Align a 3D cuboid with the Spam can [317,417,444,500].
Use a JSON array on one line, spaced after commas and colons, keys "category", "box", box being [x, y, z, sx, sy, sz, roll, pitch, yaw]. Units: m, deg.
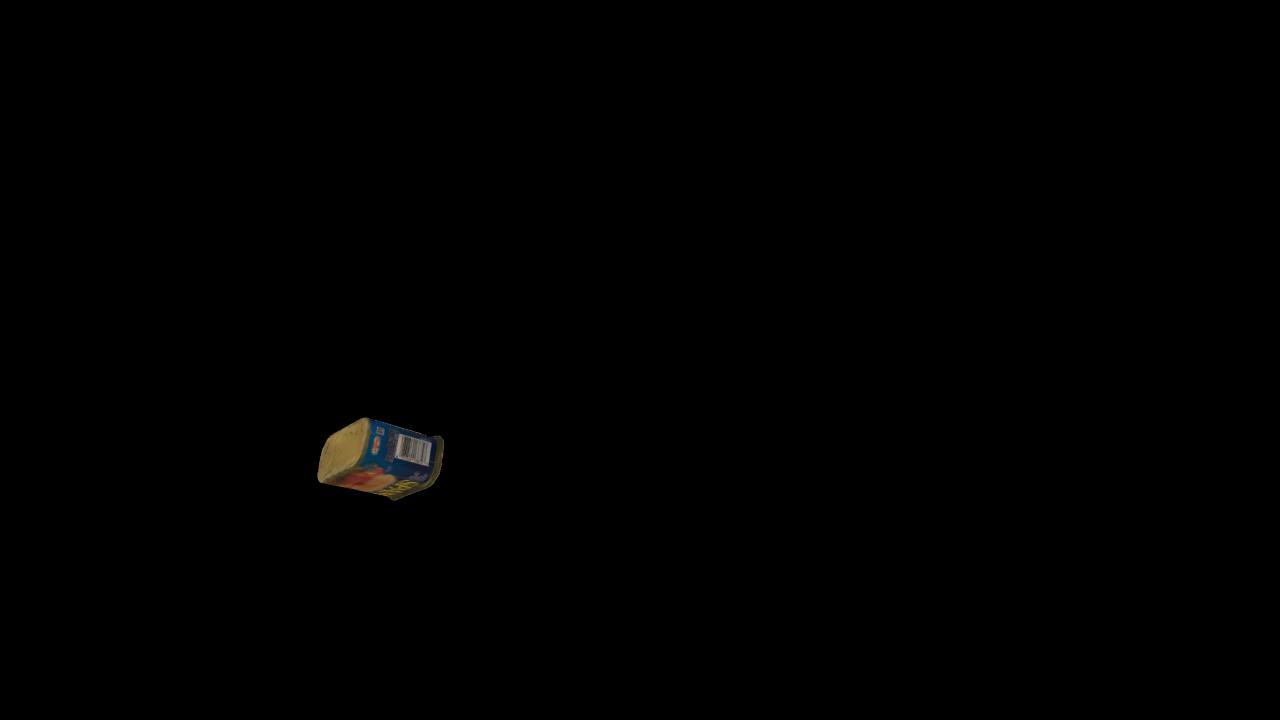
[{"category": "Spam can", "box": [-0.271, 0.104, 0.643, 0.101, 0.058, 0.085, -24, -36, 34]}]
